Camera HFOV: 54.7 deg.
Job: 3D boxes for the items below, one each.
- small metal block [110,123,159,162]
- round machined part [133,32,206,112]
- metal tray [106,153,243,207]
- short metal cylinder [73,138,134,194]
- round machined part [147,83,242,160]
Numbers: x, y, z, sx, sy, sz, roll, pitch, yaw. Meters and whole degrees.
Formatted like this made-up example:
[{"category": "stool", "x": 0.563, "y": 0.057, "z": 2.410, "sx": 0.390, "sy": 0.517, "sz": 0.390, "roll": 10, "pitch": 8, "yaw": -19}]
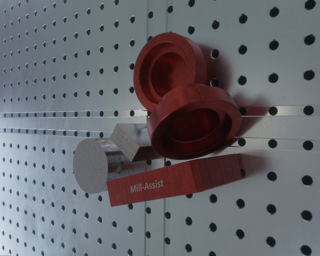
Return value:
[{"category": "small metal block", "x": -0.030, "y": 0.018, "z": 0.418, "sx": 0.050, "sy": 0.050, "sz": 0.025, "roll": 43, "pitch": 116, "yaw": 31}, {"category": "round machined part", "x": 0.016, "y": -0.064, "z": 0.384, "sx": 0.098, "sy": 0.042, "sz": 0.097, "roll": -1, "pitch": 89, "yaw": 40}, {"category": "metal tray", "x": 0.015, "y": 0.060, "z": 0.354, "sx": 0.130, "sy": 0.091, "sz": 0.030, "roll": -20, "pitch": 78, "yaw": 38}, {"category": "short metal cylinder", "x": -0.085, "y": 0.054, "z": 0.463, "sx": 0.080, "sy": 0.050, "sz": 0.079, "roll": 0, "pitch": 90, "yaw": 40}, {"category": "round machined part", "x": 0.034, "y": -0.010, "z": 0.338, "sx": 0.098, "sy": 0.099, "sz": 0.042, "roll": -44, "pitch": 44, "yaw": 31}]
